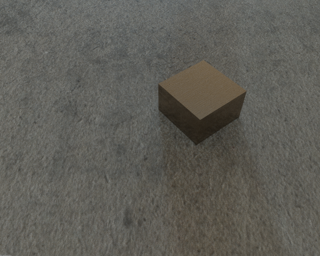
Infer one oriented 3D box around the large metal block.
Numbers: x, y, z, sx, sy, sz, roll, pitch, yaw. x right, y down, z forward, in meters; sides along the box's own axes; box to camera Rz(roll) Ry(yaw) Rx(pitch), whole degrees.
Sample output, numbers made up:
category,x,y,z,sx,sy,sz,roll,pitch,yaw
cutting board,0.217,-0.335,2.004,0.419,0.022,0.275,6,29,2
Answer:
category,x,y,z,sx,sy,sz,roll,pitch,yaw
large metal block,0.054,-0.037,0.418,0.080,0.050,0.080,-31,57,-23
